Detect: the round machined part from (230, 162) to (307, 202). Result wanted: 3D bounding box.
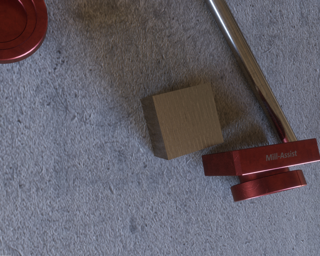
[{"bbox_3d":[0.146,0.070,0.430,0.099,0.098,0.042,-7,72,-20],"label":"round machined part"}]

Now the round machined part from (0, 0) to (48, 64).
[{"bbox_3d":[-0.174,-0.118,0.335,0.099,0.042,0.097,0,90,-21],"label":"round machined part"}]

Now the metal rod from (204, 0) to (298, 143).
[{"bbox_3d":[0.139,-0.081,0.461,0.025,0.025,0.299,-35,102,-17],"label":"metal rod"}]

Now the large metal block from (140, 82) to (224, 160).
[{"bbox_3d":[0.028,-0.010,0.407,0.081,0.050,0.080,-16,96,-20],"label":"large metal block"}]

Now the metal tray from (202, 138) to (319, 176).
[{"bbox_3d":[0.135,0.041,0.424,0.131,0.090,0.030,-6,84,-20],"label":"metal tray"}]
